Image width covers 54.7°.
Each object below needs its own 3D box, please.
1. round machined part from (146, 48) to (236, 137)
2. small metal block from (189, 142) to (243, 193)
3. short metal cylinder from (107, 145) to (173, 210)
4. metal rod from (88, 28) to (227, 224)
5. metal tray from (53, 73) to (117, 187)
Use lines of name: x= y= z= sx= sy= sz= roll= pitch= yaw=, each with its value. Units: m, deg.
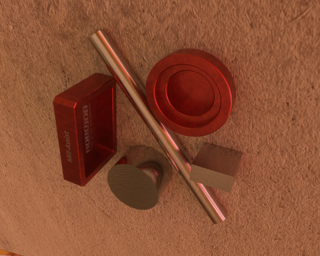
round machined part: x=0.037 y=-0.042 z=0.351 sx=0.098 sy=0.042 sz=0.097 roll=13 pitch=124 yaw=20
small metal block: x=0.069 y=0.047 z=0.380 sx=0.050 sy=0.050 sz=0.025 roll=16 pitch=125 yaw=19
short metal cylinder: x=-0.028 y=0.071 z=0.449 sx=0.080 sy=0.050 sz=0.079 roll=13 pitch=124 yaw=20
metal rod: x=0.004 y=0.007 z=0.410 sx=0.025 sy=0.025 sz=0.299 roll=-24 pitch=106 yaw=36
metal tray: x=-0.094 y=0.002 z=0.416 sx=0.030 sy=0.090 sz=0.129 roll=17 pitch=125 yaw=18
